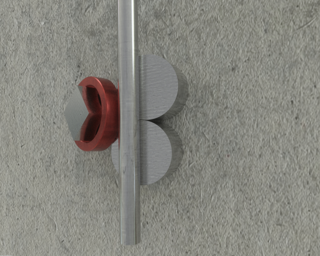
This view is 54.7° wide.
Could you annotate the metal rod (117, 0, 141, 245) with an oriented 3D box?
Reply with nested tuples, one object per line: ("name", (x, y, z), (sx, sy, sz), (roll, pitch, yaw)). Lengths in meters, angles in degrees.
("metal rod", (-0.037, -0.014, 0.370), (0.025, 0.025, 0.298), (-1, 89, 20))

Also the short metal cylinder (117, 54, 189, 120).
("short metal cylinder", (-0.008, -0.050, 0.400), (0.080, 0.050, 0.079), (0, 90, 20))

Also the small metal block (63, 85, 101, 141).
("small metal block", (-0.098, -0.018, 0.402), (0.050, 0.025, 0.050), (-53, 51, 32))

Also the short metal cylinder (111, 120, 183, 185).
("short metal cylinder", (-0.015, 0.030, 0.402), (0.080, 0.050, 0.080), (0, 89, 20))

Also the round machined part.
("round machined part", (-0.079, -0.018, 0.415), (0.098, 0.042, 0.097), (-4, 84, 48))
